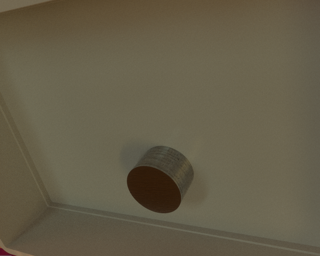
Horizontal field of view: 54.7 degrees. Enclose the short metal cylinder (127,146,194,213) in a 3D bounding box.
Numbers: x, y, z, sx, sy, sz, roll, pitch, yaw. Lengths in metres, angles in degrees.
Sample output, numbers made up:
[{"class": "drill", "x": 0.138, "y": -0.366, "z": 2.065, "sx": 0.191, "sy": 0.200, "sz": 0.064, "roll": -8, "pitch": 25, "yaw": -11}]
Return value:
[{"class": "short metal cylinder", "x": 0.001, "y": 0.072, "z": 0.435, "sx": 0.080, "sy": 0.050, "sz": 0.079, "roll": 13, "pitch": 124, "yaw": 20}]
